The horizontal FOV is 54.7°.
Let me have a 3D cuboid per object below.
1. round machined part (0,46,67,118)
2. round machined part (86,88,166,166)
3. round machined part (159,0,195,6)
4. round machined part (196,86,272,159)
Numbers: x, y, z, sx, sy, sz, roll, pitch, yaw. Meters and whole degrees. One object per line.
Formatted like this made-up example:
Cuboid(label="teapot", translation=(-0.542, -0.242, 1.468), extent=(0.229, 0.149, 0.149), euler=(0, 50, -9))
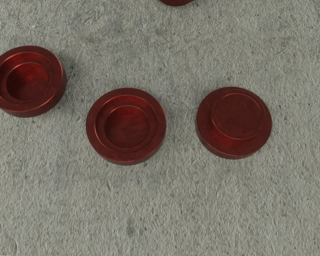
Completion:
Cuboid(label="round machined part", translation=(-0.175, -0.059, 0.419), extent=(0.099, 0.042, 0.098), euler=(0, 70, 0))
Cuboid(label="round machined part", translation=(-0.041, 0.001, 0.398), extent=(0.099, 0.042, 0.098), euler=(0, 70, 0))
Cuboid(label="round machined part", translation=(0.025, -0.231, 0.484), extent=(0.099, 0.042, 0.098), euler=(0, 70, 0))
Cuboid(label="round machined part", translation=(0.097, -0.011, 0.404), extent=(0.099, 0.042, 0.098), euler=(0, 70, 0))
